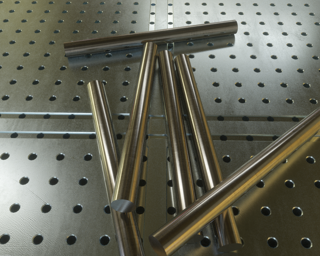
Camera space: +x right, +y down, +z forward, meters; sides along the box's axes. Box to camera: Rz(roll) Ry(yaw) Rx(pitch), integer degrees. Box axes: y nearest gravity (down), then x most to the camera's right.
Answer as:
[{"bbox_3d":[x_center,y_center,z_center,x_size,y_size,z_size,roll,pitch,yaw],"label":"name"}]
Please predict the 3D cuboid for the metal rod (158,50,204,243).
[{"bbox_3d":[0.020,-0.002,0.409,0.025,0.025,0.300,-3,50,-3],"label":"metal rod"}]

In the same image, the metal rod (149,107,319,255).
[{"bbox_3d":[0.112,0.043,0.348,0.302,0.025,0.025,-28,55,-31],"label":"metal rod"}]

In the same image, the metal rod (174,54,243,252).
[{"bbox_3d":[0.052,0.005,0.403,0.025,0.025,0.300,-5,50,-4],"label":"metal rod"}]

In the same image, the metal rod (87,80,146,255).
[{"bbox_3d":[-0.055,0.050,0.365,0.025,0.025,0.300,-12,51,-10],"label":"metal rod"}]

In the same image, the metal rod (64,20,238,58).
[{"bbox_3d":[-0.011,-0.157,0.539,0.302,0.025,0.025,-10,51,-9],"label":"metal rod"}]

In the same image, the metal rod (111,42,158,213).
[{"bbox_3d":[-0.026,-0.028,0.414,0.025,0.025,0.300,3,45,3],"label":"metal rod"}]
